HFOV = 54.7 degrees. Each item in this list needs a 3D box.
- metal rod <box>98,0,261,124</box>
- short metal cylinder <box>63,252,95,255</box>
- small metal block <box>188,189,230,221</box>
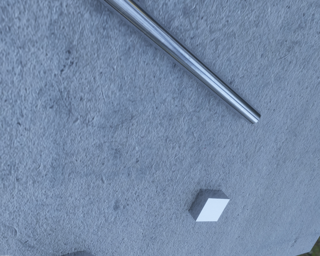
[{"bbox_3d":[0.042,-0.077,0.383,0.301,0.025,0.025,31,101,-38],"label":"metal rod"},{"bbox_3d":[-0.121,0.229,0.448,0.081,0.080,0.050,-3,120,-28],"label":"short metal cylinder"},{"bbox_3d":[0.085,0.135,0.540,0.050,0.025,0.050,11,113,-34],"label":"small metal block"}]
